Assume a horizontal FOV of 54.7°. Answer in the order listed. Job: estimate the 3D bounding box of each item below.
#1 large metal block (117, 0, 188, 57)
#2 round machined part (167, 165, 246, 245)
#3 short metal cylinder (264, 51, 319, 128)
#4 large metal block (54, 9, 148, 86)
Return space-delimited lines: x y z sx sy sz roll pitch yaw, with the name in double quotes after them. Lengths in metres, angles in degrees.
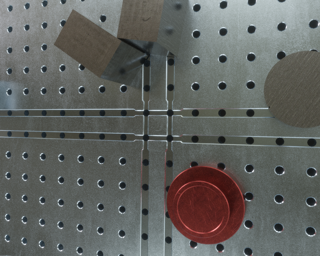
-0.006 -0.139 0.385 0.050 0.080 0.080 12 94 19 "large metal block"
0.054 0.096 0.384 0.098 0.042 0.097 0 90 20 "round machined part"
0.158 -0.040 0.343 0.080 0.050 0.080 0 90 20 "short metal cylinder"
-0.075 -0.103 0.410 0.080 0.080 0.050 36 102 16 "large metal block"
